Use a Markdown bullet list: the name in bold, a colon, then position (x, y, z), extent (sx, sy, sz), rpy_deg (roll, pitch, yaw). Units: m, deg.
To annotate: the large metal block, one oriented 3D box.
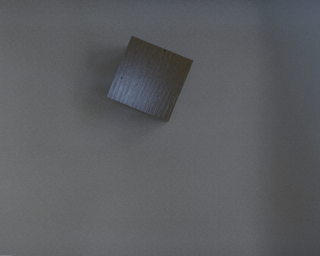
- **large metal block**: position (-0.012, -0.060, 0.399), extent (0.080, 0.050, 0.080), rpy_deg (22, 90, 0)
